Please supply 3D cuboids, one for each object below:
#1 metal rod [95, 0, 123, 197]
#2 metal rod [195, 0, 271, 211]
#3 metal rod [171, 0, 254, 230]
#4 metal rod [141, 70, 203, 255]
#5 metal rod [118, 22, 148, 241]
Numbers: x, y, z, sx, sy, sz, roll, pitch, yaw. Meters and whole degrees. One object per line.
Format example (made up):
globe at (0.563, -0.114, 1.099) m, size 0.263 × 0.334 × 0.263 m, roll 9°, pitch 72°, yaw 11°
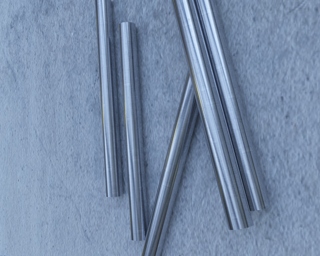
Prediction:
metal rod at (-0.077, -0.049, 0.465) m, size 0.025 × 0.025 × 0.298 m, roll -6°, pitch 86°, yaw 39°
metal rod at (0.070, -0.061, 0.345) m, size 0.025 × 0.025 × 0.299 m, roll -20°, pitch 77°, yaw 38°
metal rod at (0.048, -0.045, 0.335) m, size 0.025 × 0.025 × 0.299 m, roll -21°, pitch 76°, yaw 38°
metal rod at (0.012, 0.069, 0.392) m, size 0.025 × 0.025 × 0.298 m, roll 22°, pitch 104°, yaw 37°
metal rod at (-0.037, 0.002, 0.433) m, size 0.025 × 0.025 × 0.298 m, roll -6°, pitch 86°, yaw 39°
